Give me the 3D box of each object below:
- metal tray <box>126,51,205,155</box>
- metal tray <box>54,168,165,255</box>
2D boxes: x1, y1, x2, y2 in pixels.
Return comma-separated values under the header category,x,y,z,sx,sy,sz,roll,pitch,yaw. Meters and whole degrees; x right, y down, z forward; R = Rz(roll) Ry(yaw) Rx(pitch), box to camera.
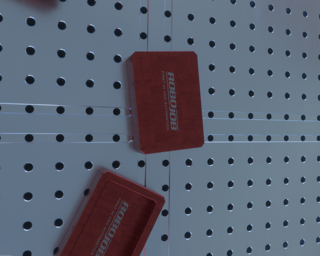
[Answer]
category,x,y,z,sx,sy,sz,roll,pitch,yaw
metal tray,0.008,-0.035,0.414,0.091,0.030,0.129,-6,92,-20
metal tray,-0.062,0.127,0.388,0.090,0.030,0.130,29,80,-18
